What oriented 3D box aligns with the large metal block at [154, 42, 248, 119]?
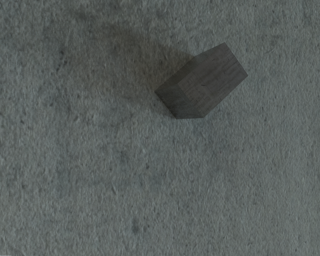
[{"bbox_3d":[0.050,-0.057,0.398,0.080,0.080,0.050,-43,104,-15],"label":"large metal block"}]
